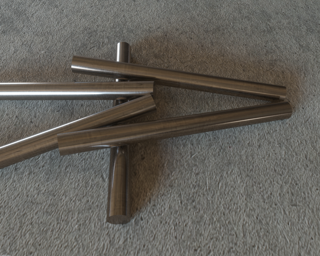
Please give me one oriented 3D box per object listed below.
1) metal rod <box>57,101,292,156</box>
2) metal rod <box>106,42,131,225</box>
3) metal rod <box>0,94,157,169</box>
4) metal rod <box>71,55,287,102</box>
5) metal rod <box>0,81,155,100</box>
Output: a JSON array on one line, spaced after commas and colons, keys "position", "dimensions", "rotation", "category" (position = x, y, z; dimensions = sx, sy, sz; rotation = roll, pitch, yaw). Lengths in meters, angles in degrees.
[{"position": [0.031, -0.003, 0.387], "dimensions": [0.302, 0.025, 0.025], "rotation": [-9, 50, -16], "category": "metal rod"}, {"position": [-0.052, -0.019, 0.419], "dimensions": [0.025, 0.025, 0.300], "rotation": [-2, 50, -2], "category": "metal rod"}, {"position": [-0.148, 0.021, 0.367], "dimensions": [0.302, 0.025, 0.025], "rotation": [-21, 53, -10], "category": "metal rod"}, {"position": [0.028, -0.070, 0.442], "dimensions": [0.302, 0.025, 0.025], "rotation": [8, 50, -2], "category": "metal rod"}, {"position": [-0.157, -0.051, 0.427], "dimensions": [0.302, 0.025, 0.025], "rotation": [1, 50, 7], "category": "metal rod"}]
